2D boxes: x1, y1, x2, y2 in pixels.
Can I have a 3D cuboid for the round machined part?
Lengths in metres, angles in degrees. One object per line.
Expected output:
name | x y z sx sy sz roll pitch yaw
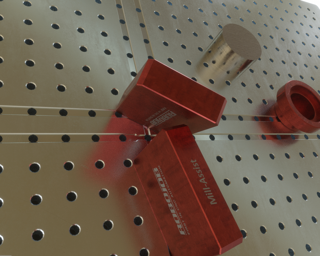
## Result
round machined part | 0.245 -0.033 0.550 0.099 0.042 0.098 14 56 -21

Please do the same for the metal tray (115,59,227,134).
metal tray | 0.005 -0.025 0.357 0.090 0.130 0.030 26 75 -12

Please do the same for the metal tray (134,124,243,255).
metal tray | 0.023 0.073 0.334 0.030 0.090 0.130 -13 68 -33

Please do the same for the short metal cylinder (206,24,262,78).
short metal cylinder | 0.129 -0.135 0.544 0.081 0.050 0.080 14 56 -21
